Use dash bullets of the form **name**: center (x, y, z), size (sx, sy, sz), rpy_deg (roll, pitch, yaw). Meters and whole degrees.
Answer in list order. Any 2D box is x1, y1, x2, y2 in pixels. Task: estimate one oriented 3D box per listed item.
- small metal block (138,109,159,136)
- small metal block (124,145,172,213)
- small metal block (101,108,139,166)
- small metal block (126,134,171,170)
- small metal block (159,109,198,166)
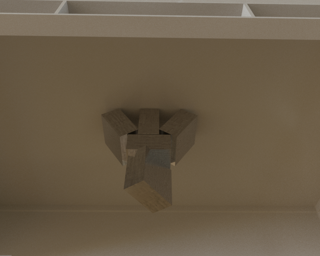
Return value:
- **small metal block**: center (-0.014, 0.010, 0.398), size (0.025, 0.050, 0.050), rpy_deg (1, 130, -1)
- **small metal block**: center (-0.012, 0.056, 0.338), size (0.025, 0.050, 0.050), rpy_deg (-28, 125, 22)
- **small metal block**: center (-0.050, 0.011, 0.395), size (0.025, 0.050, 0.050), rpy_deg (-23, 136, -25)
- **small metal block**: center (-0.013, 0.035, 0.369), size (0.050, 0.025, 0.050), rpy_deg (0, 130, -1)
- **small metal block**: center (0.023, 0.012, 0.398), size (0.025, 0.050, 0.050), rpy_deg (24, 135, 25)
